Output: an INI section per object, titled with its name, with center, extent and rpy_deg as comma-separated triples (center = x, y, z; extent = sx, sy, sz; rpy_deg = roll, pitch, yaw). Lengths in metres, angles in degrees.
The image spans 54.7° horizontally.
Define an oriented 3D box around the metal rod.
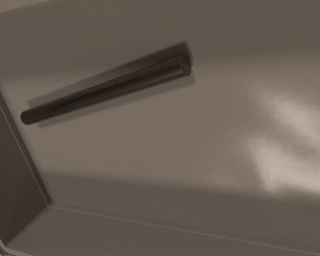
[metal rod]
center = -0.095, -0.044, 0.429
extent = 0.300, 0.025, 0.025
rpy_deg = -12, 112, 33
